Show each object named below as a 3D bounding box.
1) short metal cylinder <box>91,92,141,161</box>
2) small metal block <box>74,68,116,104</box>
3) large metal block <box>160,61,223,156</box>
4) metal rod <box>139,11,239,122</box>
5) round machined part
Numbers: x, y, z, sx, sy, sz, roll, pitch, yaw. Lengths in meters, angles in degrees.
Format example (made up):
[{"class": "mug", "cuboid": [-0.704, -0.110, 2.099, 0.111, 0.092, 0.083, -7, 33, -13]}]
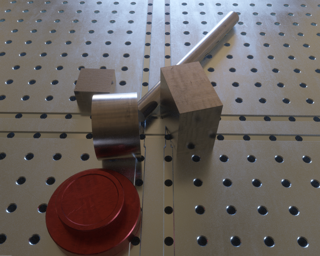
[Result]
[{"class": "short metal cylinder", "cuboid": [-0.050, -0.002, 0.373, 0.050, 0.080, 0.080, -4, 50, -4]}, {"class": "small metal block", "cuboid": [-0.095, -0.062, 0.459, 0.050, 0.025, 0.050, 2, 50, 1]}, {"class": "large metal block", "cuboid": [0.035, -0.025, 0.393, 0.050, 0.080, 0.080, -12, 51, -10]}, {"class": "metal rod", "cuboid": [0.053, -0.113, 0.502, 0.025, 0.025, 0.301, 28, 55, 21]}, {"class": "round machined part", "cuboid": [-0.070, 0.083, 0.326, 0.099, 0.042, 0.098, 0, 50, 0]}]
